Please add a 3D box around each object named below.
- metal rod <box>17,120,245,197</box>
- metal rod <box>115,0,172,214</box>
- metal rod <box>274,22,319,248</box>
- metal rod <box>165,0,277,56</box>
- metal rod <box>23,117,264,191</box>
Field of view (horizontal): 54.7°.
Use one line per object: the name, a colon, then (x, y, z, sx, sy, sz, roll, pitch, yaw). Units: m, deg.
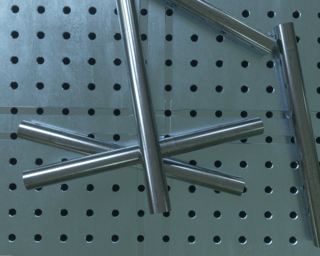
metal rod: (-0.037, 0.041, 0.412, 0.302, 0.025, 0.025, 15, 90, -1)
metal rod: (-0.025, -0.048, 0.381, 0.025, 0.025, 0.299, -10, 78, 0)
metal rod: (0.193, 0.009, 0.415, 0.025, 0.025, 0.298, -10, 90, 0)
metal rod: (0.017, -0.180, 0.413, 0.301, 0.025, 0.025, 29, 90, -1)
metal rod: (-0.012, 0.030, 0.391, 0.302, 0.025, 0.025, -13, 90, -9)
